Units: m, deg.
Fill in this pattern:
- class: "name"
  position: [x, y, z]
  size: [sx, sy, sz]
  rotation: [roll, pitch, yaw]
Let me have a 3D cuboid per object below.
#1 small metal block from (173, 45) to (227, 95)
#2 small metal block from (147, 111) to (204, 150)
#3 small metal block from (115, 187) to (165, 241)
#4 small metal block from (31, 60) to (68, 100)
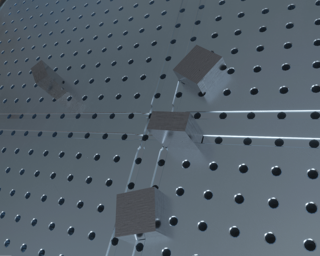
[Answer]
- class: "small metal block"
  position: [0.055, -0.082, 0.430]
  size: [0.050, 0.025, 0.050]
  rotation: [-47, 51, -5]
- class: "small metal block"
  position: [0.020, 0.003, 0.381]
  size: [0.050, 0.050, 0.025]
  rotation: [3, 64, 30]
- class: "small metal block"
  position: [-0.023, 0.100, 0.360]
  size: [0.050, 0.025, 0.050]
  rotation: [-15, 55, 19]
- class: "small metal block"
  position: [-0.196, -0.085, 0.549]
  size: [0.025, 0.050, 0.050]
  rotation: [-38, 51, 3]
